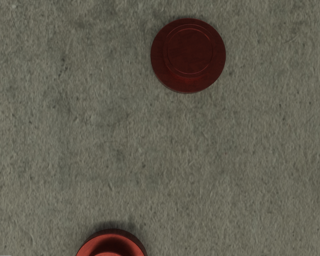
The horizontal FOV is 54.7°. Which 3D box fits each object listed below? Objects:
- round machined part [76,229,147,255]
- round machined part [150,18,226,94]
[{"bbox_3d":[-0.064,0.186,0.401,0.099,0.042,0.097,0,90,-1],"label":"round machined part"},{"bbox_3d":[0.037,-0.095,0.402,0.099,0.042,0.097,0,90,-1],"label":"round machined part"}]
